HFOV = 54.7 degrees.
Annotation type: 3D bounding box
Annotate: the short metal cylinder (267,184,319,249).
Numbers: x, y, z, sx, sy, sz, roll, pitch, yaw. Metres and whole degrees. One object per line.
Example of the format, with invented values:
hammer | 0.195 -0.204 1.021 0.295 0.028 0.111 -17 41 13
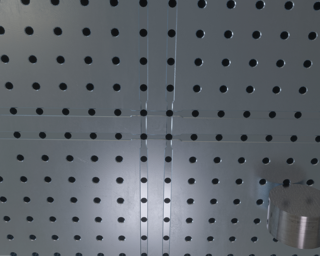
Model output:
short metal cylinder | 0.192 0.120 0.430 0.080 0.080 0.050 -3 110 1
